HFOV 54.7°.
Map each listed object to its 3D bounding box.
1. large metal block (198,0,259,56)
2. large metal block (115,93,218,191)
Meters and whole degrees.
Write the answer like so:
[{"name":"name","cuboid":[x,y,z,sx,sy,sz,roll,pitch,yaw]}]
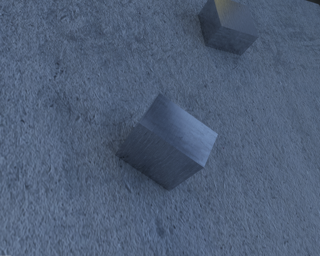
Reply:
[{"name":"large metal block","cuboid":[0.124,-0.188,0.569,0.081,0.050,0.080,7,59,-25]},{"name":"large metal block","cuboid":[0.006,0.020,0.359,0.080,0.080,0.050,35,51,-5]}]
